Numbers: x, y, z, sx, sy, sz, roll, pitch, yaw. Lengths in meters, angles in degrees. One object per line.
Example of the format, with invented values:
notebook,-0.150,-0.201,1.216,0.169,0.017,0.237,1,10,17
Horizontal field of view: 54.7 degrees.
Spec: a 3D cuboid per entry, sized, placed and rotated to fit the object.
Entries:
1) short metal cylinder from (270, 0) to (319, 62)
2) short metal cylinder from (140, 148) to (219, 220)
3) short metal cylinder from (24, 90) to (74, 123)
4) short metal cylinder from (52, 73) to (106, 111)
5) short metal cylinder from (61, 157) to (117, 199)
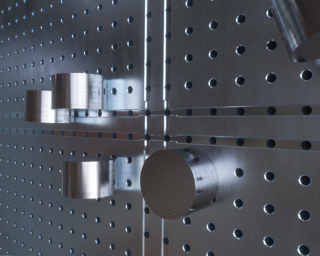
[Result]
short metal cylinder,0.140,-0.096,0.257,0.080,0.081,0.050,-25,75,37
short metal cylinder,0.023,0.064,0.373,0.080,0.050,0.079,0,90,39
short metal cylinder,-0.186,-0.035,0.524,0.080,0.081,0.050,5,93,39
short metal cylinder,-0.123,-0.052,0.472,0.080,0.081,0.050,0,90,39
short metal cylinder,-0.104,0.070,0.457,0.080,0.081,0.050,0,90,39
